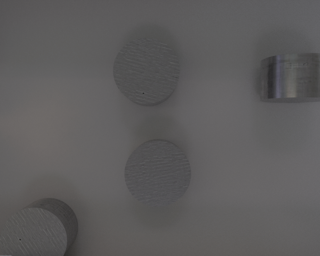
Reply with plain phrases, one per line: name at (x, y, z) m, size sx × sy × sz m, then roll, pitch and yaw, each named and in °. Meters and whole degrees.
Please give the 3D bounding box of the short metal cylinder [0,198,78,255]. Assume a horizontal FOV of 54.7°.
short metal cylinder at (-0.152, 0.136, 0.398) m, size 0.081 × 0.050 × 0.080 m, roll 0°, pitch 90°, yaw 0°

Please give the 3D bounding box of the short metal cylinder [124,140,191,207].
short metal cylinder at (-0.003, 0.055, 0.399) m, size 0.081 × 0.050 × 0.080 m, roll 0°, pitch 90°, yaw 0°

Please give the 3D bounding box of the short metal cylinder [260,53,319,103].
short metal cylinder at (0.167, -0.059, 0.385) m, size 0.081 × 0.080 × 0.050 m, roll 1°, pitch 90°, yaw 0°

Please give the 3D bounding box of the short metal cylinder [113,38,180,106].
short metal cylinder at (-0.016, -0.069, 0.399) m, size 0.081 × 0.050 × 0.080 m, roll 0°, pitch 90°, yaw 0°
